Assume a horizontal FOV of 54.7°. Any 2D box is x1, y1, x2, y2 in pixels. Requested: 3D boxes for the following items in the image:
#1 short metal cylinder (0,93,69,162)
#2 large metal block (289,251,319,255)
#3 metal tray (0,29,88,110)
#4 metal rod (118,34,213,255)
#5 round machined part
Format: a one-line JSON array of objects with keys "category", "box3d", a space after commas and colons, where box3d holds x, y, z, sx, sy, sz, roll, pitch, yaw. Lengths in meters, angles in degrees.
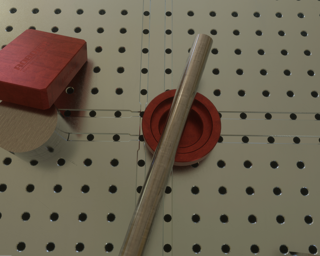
[{"category": "short metal cylinder", "box3d": [-0.164, -0.001, 0.397, 0.081, 0.050, 0.080, 0, 70, 0]}, {"category": "large metal block", "box3d": [0.189, 0.183, 0.334, 0.080, 0.050, 0.080, 9, 70, 3]}, {"category": "metal tray", "box3d": [-0.162, -0.082, 0.407, 0.090, 0.030, 0.130, 13, 42, 4]}, {"category": "metal rod", "box3d": [0.011, 0.017, 0.361, 0.025, 0.025, 0.299, 17, 71, 6]}, {"category": "round machined part", "box3d": [0.027, 0.002, 0.402, 0.099, 0.042, 0.098, 0, 70, -1]}]
